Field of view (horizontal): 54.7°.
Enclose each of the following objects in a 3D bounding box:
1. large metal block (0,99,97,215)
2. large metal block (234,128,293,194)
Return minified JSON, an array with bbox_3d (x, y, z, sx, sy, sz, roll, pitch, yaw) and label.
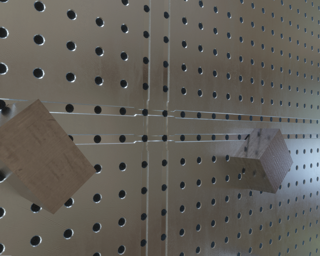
[{"bbox_3d":[-0.117,0.023,0.277,0.050,0.080,0.080,-47,119,-30],"label":"large metal block"},{"bbox_3d":[0.187,0.057,0.553,0.080,0.050,0.080,-46,118,-30],"label":"large metal block"}]
